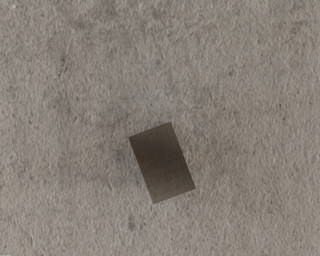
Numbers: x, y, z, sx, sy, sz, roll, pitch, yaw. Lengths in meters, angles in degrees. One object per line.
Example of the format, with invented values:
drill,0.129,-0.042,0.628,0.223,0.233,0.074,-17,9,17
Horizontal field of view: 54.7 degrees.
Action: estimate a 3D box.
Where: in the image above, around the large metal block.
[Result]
large metal block,0.002,0.038,0.383,0.050,0.080,0.080,-21,90,0
